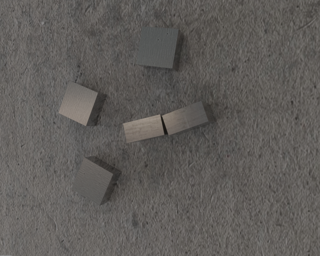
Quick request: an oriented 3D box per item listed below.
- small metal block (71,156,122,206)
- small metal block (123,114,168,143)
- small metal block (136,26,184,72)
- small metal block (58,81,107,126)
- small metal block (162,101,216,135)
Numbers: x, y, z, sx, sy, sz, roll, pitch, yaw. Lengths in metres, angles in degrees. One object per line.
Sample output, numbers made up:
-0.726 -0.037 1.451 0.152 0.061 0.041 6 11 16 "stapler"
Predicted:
-0.090 0.074 0.441 0.050 0.025 0.050 26 99 18 "small metal block"
-0.012 0.001 0.400 0.050 0.050 0.025 -13 86 19 "small metal block"
0.001 -0.104 0.409 0.050 0.025 0.050 10 94 19 "small metal block"
-0.112 -0.035 0.448 0.050 0.025 0.050 24 98 18 "small metal block"
0.037 -0.011 0.382 0.050 0.050 0.025 -20 83 19 "small metal block"
